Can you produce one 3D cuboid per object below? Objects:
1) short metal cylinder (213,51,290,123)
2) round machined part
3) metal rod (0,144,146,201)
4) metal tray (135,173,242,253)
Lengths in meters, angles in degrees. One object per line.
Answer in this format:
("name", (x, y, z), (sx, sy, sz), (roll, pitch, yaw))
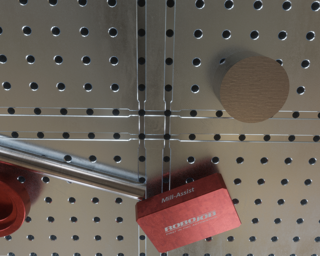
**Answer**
("short metal cylinder", (0.110, -0.052, 0.383), (0.081, 0.050, 0.079), (0, 110, -1))
("round machined part", (-0.233, 0.102, 0.439), (0.099, 0.042, 0.097), (0, 110, -1))
("metal rod", (-0.167, 0.050, 0.429), (0.302, 0.025, 0.025), (16, 109, -7))
("metal tray", (0.041, 0.125, 0.446), (0.130, 0.030, 0.090), (-22, 123, 7))
